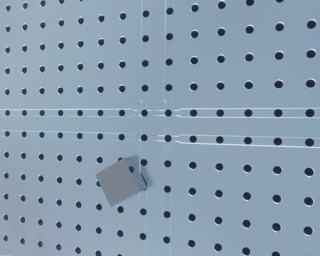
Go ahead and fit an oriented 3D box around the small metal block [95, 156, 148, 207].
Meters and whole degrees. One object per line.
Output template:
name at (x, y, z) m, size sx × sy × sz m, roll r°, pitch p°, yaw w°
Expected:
small metal block at (-0.054, 0.074, 0.430) m, size 0.050 × 0.025 × 0.050 m, roll -31°, pitch 80°, yaw 17°
